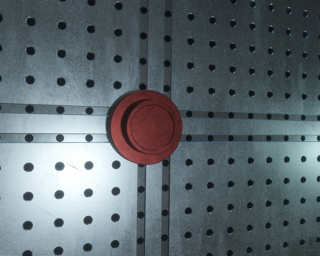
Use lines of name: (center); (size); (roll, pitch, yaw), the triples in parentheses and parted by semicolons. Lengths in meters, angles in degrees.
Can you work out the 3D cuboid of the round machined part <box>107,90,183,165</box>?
round machined part: (-0.015, -0.001, 0.399); (0.099, 0.042, 0.097); (0, 90, -20)
